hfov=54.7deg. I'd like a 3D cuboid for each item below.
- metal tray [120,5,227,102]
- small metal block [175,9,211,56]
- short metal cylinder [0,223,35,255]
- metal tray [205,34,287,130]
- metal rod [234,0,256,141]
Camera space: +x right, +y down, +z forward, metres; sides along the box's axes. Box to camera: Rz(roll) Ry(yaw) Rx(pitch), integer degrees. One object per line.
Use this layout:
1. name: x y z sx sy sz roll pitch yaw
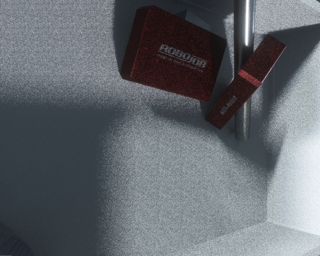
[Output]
1. metal tray: 0.021 -0.091 0.402 0.131 0.030 0.089 11 98 -36
2. small metal block: 0.043 -0.132 0.444 0.050 0.025 0.050 20 78 -39
3. short metal cylinder: -0.154 0.124 0.262 0.081 0.050 0.079 0 90 -40
4. metal tray: 0.118 -0.061 0.445 0.030 0.129 0.090 37 62 6
5. metal rod: 0.113 -0.090 0.420 0.025 0.025 0.299 -48 144 -29
